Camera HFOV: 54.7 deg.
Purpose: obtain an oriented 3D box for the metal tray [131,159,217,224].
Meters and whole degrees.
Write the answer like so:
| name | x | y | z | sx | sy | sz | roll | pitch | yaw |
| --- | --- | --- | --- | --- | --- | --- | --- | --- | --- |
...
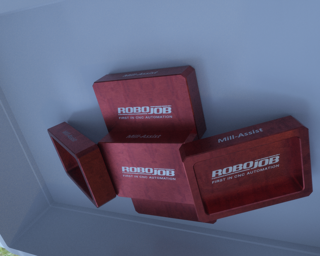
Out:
| name | x | y | z | sx | sy | sz | roll | pitch | yaw |
| --- | --- | --- | --- | --- | --- | --- | --- | --- | --- |
| metal tray | 0.016 | 0.087 | 0.447 | 0.130 | 0.030 | 0.089 | -1 | 118 | 28 |

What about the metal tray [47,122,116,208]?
| name | x | y | z | sx | sy | sz | roll | pitch | yaw |
| --- | --- | --- | --- | --- | --- | --- | --- | --- | --- |
| metal tray | -0.118 | 0.050 | 0.457 | 0.130 | 0.030 | 0.089 | 24 | 135 | 51 |

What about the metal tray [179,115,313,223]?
| name | x | y | z | sx | sy | sz | roll | pitch | yaw |
| --- | --- | --- | --- | --- | --- | --- | --- | --- | --- |
| metal tray | 0.095 | 0.047 | 0.342 | 0.131 | 0.030 | 0.089 | -15 | 115 | 2 |

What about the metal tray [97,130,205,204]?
| name | x | y | z | sx | sy | sz | roll | pitch | yaw |
| --- | --- | --- | --- | --- | --- | --- | --- | --- | --- |
| metal tray | -0.010 | 0.050 | 0.400 | 0.130 | 0.030 | 0.089 | -1 | 118 | 28 |

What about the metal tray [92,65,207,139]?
| name | x | y | z | sx | sy | sz | roll | pitch | yaw |
| --- | --- | --- | --- | --- | --- | --- | --- | --- | --- |
| metal tray | -0.014 | -0.026 | 0.393 | 0.130 | 0.030 | 0.089 | -1 | 118 | 28 |
